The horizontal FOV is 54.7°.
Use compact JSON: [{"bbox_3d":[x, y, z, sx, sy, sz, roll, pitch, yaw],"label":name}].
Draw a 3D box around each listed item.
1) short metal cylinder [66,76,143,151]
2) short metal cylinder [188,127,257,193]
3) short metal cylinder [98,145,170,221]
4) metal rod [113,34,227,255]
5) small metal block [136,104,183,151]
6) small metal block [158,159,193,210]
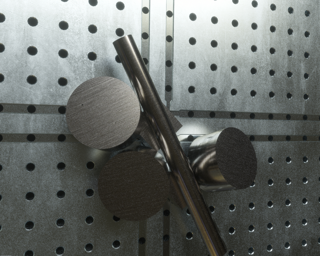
[{"bbox_3d":[-0.061,-0.014,0.358,0.081,0.050,0.080,0,82,1],"label":"short metal cylinder"},{"bbox_3d":[0.084,0.044,0.413,0.081,0.050,0.080,13,67,-35],"label":"short metal cylinder"},{"bbox_3d":[-0.029,0.063,0.371,0.080,0.050,0.079,0,94,2],"label":"short metal cylinder"},{"bbox_3d":[0.016,0.029,0.388,0.025,0.025,0.299,-27,99,-18],"label":"metal rod"},{"bbox_3d":[-0.008,-0.004,0.406,0.050,0.025,0.050,-45,104,-14],"label":"small metal block"},{"bbox_3d":[0.028,0.073,0.419,0.050,0.025,0.050,-42,104,-15],"label":"small metal block"}]
